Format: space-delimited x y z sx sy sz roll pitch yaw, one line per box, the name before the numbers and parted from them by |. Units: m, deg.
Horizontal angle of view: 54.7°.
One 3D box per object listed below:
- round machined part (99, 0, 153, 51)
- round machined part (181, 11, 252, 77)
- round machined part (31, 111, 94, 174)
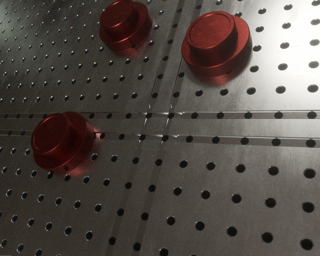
round machined part | -0.066 -0.188 0.545 0.098 0.042 0.098 -13 56 20
round machined part | 0.075 -0.124 0.433 0.098 0.042 0.098 -13 56 20
round machined part | -0.152 0.016 0.465 0.098 0.042 0.098 -13 56 20
